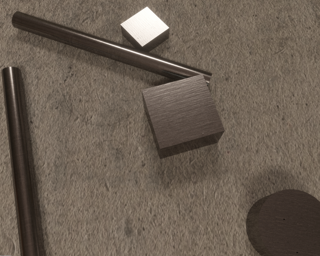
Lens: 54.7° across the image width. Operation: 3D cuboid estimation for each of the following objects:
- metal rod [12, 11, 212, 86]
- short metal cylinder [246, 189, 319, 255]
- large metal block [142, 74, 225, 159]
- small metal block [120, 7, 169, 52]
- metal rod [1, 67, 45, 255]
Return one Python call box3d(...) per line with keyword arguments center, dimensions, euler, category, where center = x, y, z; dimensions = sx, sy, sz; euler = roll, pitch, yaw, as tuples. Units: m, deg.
box3d(center=(-0.072, -0.113, 0.448), dimensions=(0.301, 0.025, 0.025), euler=(19, 71, 6), category="metal rod")
box3d(center=(0.146, 0.114, 0.355), dimensions=(0.081, 0.050, 0.080), euler=(0, 70, 0), category="short metal cylinder")
box3d(center=(0.027, -0.014, 0.400), dimensions=(0.081, 0.050, 0.080), euler=(-16, 71, -6), category="large metal block")
box3d(center=(-0.022, -0.144, 0.460), dimensions=(0.050, 0.025, 0.050), euler=(-39, 75, -13), category="small metal block")
box3d(center=(-0.170, 0.057, 0.385), dimensions=(0.025, 0.025, 0.299), euler=(-14, 71, -5), category="metal rod")
